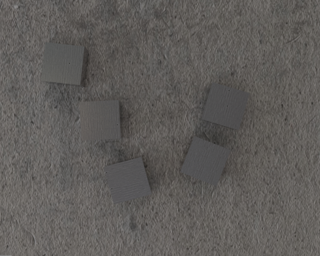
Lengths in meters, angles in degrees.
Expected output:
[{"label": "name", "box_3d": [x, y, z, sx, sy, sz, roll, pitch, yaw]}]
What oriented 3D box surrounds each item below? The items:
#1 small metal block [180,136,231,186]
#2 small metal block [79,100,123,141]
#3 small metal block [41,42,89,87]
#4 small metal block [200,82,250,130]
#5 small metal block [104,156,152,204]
[{"label": "small metal block", "box_3d": [0.059, 0.042, 0.410, 0.050, 0.025, 0.050, 22, 90, 0]}, {"label": "small metal block", "box_3d": [-0.077, -0.010, 0.409, 0.050, 0.025, 0.050, -3, 90, 0]}, {"label": "small metal block", "box_3d": [-0.124, -0.083, 0.409, 0.050, 0.025, 0.050, 7, 90, 0]}, {"label": "small metal block", "box_3d": [0.084, -0.028, 0.410, 0.050, 0.025, 0.050, 17, 90, 0]}, {"label": "small metal block", "box_3d": [-0.041, 0.067, 0.410, 0.050, 0.025, 0.050, -15, 90, 0]}]
